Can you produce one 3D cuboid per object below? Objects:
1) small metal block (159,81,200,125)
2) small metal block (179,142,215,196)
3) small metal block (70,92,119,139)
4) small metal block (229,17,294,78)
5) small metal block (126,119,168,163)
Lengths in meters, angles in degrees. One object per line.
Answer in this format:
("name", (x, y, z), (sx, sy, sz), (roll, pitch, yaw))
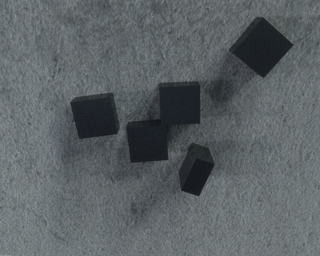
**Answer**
("small metal block", (0.025, -0.032, 0.398), (0.050, 0.025, 0.050), (-3, 110, 0))
("small metal block", (0.048, 0.055, 0.417), (0.025, 0.050, 0.050), (20, 109, -8))
("small metal block", (-0.083, -0.016, 0.403), (0.050, 0.025, 0.050), (-7, 110, 2))
("small metal block", (0.122, -0.098, 0.376), (0.050, 0.025, 0.050), (36, 106, -13))
("small metal block", (-0.016, 0.017, 0.416), (0.050, 0.025, 0.050), (-5, 110, 1))
